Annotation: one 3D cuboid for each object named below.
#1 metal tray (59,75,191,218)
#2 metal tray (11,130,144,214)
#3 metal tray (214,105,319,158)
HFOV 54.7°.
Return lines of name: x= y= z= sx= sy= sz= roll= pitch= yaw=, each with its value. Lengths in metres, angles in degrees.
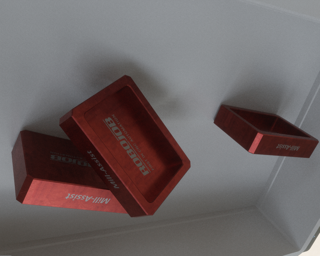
metal tray: x=-0.031 y=0.018 z=0.333 sx=0.130 sy=0.030 sz=0.090 roll=55 pitch=47 yaw=-10
metal tray: x=-0.091 y=0.050 z=0.348 sx=0.131 sy=0.090 sz=0.030 roll=17 pitch=110 yaw=-35
metal tray: x=0.156 y=0.005 z=0.457 sx=0.131 sy=0.090 sz=0.030 roll=7 pitch=115 yaw=-32
